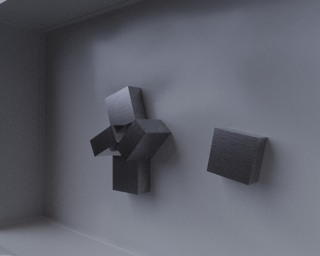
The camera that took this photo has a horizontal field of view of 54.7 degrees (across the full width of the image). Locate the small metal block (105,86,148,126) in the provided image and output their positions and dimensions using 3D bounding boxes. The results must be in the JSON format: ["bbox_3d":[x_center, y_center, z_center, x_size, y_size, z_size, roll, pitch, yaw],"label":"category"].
[{"bbox_3d":[-0.049,-0.027,0.445,0.050,0.025,0.050,-22,77,37],"label":"small metal block"}]

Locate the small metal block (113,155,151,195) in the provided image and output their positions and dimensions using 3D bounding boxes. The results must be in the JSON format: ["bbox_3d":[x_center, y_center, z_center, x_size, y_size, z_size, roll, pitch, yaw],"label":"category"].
[{"bbox_3d":[-0.041,0.064,0.438,0.050,0.025,0.050,0,90,39],"label":"small metal block"}]

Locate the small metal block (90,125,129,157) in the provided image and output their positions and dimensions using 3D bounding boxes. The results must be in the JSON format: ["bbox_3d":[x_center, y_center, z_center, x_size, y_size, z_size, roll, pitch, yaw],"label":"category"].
[{"bbox_3d":[-0.061,0.018,0.439,0.050,0.050,0.025,-32,71,35],"label":"small metal block"}]

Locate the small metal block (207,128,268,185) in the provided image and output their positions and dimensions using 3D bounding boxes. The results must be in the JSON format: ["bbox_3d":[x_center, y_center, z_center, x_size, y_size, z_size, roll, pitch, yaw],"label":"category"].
[{"bbox_3d":[0.083,0.029,0.337,0.050,0.025,0.050,15,100,38],"label":"small metal block"}]

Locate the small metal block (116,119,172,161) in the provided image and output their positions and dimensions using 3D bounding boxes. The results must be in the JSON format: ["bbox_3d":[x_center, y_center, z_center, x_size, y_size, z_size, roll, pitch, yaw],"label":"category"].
[{"bbox_3d":[-0.021,0.015,0.406,0.025,0.050,0.050,51,119,27],"label":"small metal block"}]
